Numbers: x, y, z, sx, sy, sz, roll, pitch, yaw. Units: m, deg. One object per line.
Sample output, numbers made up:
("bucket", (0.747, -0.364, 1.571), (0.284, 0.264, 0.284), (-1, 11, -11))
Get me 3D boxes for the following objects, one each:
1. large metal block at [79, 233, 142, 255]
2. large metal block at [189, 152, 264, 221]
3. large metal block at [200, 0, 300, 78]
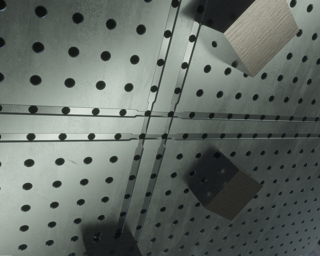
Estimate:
("large metal block", (-0.082, 0.217, 0.484), (0.081, 0.050, 0.079), (3, 117, -30))
("large metal block", (0.110, 0.098, 0.515), (0.080, 0.050, 0.080), (34, 99, -38))
("large metal block", (0.110, -0.123, 0.378), (0.080, 0.050, 0.080), (-46, 129, 4))
